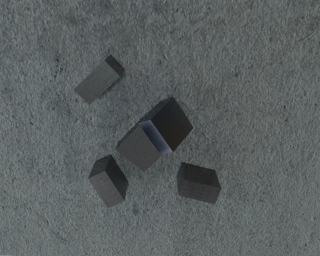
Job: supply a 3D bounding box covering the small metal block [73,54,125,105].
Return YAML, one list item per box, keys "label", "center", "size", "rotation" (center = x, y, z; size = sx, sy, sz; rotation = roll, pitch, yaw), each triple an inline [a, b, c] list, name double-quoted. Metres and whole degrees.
- label: "small metal block"
  center: [-0.072, -0.059, 0.374]
  size: [0.050, 0.050, 0.025]
  rotation: [-40, 105, 13]

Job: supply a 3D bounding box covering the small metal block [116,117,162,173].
- label: "small metal block"
  center: [-0.023, 0.023, 0.418]
  size: [0.050, 0.025, 0.050]
  rotation: [41, 105, -14]

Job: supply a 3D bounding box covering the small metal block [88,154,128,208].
- label: "small metal block"
  center: [-0.069, 0.071, 0.422]
  size: [0.025, 0.050, 0.050]
  rotation: [-26, 108, 9]

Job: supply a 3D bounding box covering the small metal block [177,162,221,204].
- label: "small metal block"
  center: [0.052, 0.074, 0.424]
  size: [0.050, 0.050, 0.025]
  rotation: [15, 110, -6]

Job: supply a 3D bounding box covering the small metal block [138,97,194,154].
- label: "small metal block"
  center: [0.008, -0.003, 0.393]
  size: [0.025, 0.050, 0.050]
  rotation: [-14, 117, 50]
